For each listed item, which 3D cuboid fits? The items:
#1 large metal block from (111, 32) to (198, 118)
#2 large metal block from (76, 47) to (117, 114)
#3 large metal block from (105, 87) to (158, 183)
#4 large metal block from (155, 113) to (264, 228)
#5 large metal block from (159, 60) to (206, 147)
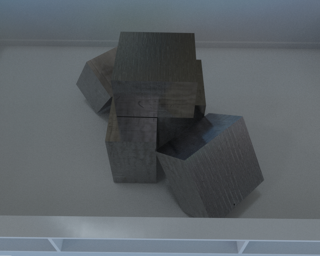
[{"bbox_3d":[-0.004,-0.058,0.331,0.080,0.050,0.080,1,50,1],"label":"large metal block"},{"bbox_3d":[-0.058,-0.069,0.415,0.080,0.080,0.050,-35,94,-26],"label":"large metal block"},{"bbox_3d":[-0.028,0.009,0.360,0.050,0.080,0.080,1,50,0],"label":"large metal block"},{"bbox_3d":[0.054,0.040,0.324,0.080,0.080,0.050,-34,23,-25],"label":"large metal block"},{"bbox_3d":[0.025,-0.030,0.391,0.050,0.080,0.080,1,50,0],"label":"large metal block"}]
